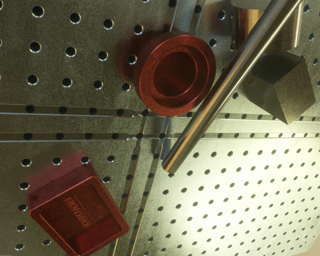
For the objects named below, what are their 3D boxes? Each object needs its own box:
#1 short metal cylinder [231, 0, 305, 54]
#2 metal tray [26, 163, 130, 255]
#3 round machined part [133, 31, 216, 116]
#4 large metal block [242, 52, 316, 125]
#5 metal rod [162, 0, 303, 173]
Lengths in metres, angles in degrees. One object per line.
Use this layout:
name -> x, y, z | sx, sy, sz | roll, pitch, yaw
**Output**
short metal cylinder -> 0.125, -0.127, 0.368 | 0.081, 0.080, 0.050 | -21, 127, -16
metal tray -> -0.106, 0.119, 0.424 | 0.090, 0.030, 0.129 | -29, 129, -10
round machined part -> 0.014, -0.066, 0.368 | 0.099, 0.042, 0.097 | -14, 124, -21
large metal block -> 0.157, -0.062, 0.425 | 0.050, 0.080, 0.080 | -40, 130, -1
metal rod -> 0.076, -0.046, 0.370 | 0.025, 0.025, 0.298 | 5, 134, -31
